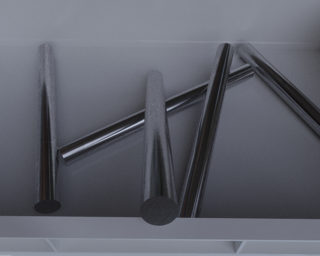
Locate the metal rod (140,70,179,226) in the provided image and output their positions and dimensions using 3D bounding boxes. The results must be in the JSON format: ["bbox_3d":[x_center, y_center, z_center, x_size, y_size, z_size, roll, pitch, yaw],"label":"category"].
[{"bbox_3d":[-0.004,-0.011,0.337,0.025,0.025,0.300,-1,26,-1],"label":"metal rod"}]

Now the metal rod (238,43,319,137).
[{"bbox_3d":[0.202,-0.027,0.429,0.025,0.025,0.300,-19,53,-16],"label":"metal rod"}]

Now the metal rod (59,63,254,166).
[{"bbox_3d":[0.009,-0.027,0.427,0.302,0.025,0.025,-26,55,-21],"label":"metal rod"}]

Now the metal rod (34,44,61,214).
[{"bbox_3d":[-0.149,-0.025,0.407,0.025,0.025,0.300,-11,46,-10],"label":"metal rod"}]

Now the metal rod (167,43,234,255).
[{"bbox_3d":[0.059,0.002,0.383,0.025,0.025,0.300,12,57,10],"label":"metal rod"}]
